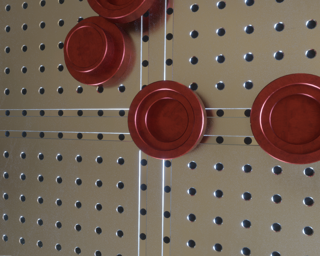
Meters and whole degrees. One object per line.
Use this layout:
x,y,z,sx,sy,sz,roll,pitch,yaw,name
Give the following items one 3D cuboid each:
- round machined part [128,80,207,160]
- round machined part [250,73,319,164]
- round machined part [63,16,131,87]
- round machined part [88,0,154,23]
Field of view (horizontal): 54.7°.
0.012,-0.010,0.399,0.098,0.042,0.097,0,90,19,round machined part
0.154,-0.010,0.349,0.098,0.042,0.097,0,90,19,round machined part
-0.095,-0.109,0.436,0.098,0.042,0.097,0,90,19,round machined part
-0.048,-0.189,0.418,0.098,0.042,0.097,-1,88,19,round machined part
